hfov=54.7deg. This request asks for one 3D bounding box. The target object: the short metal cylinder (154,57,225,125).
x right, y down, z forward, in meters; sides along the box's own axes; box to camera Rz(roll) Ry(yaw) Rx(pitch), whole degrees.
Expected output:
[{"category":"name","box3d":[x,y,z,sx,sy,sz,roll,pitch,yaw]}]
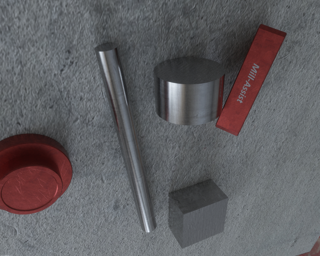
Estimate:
[{"category":"short metal cylinder","box3d":[0.034,-0.045,0.363,0.081,0.080,0.050,-16,125,-20]}]

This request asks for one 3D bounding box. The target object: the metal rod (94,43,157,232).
[{"category":"metal rod","box3d":[-0.037,0.036,0.410,0.025,0.025,0.298,-21,127,-16]}]

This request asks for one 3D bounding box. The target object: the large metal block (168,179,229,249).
[{"category":"large metal block","box3d":[0.061,0.141,0.514,0.081,0.050,0.079,-14,125,-21]}]

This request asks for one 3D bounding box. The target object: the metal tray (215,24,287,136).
[{"category":"metal tray","box3d":[0.117,-0.062,0.396,0.090,0.030,0.129,-36,149,-65]}]

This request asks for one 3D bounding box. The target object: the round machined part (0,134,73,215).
[{"category":"round machined part","box3d":[-0.149,0.059,0.351,0.099,0.042,0.097,-14,125,-21]}]
